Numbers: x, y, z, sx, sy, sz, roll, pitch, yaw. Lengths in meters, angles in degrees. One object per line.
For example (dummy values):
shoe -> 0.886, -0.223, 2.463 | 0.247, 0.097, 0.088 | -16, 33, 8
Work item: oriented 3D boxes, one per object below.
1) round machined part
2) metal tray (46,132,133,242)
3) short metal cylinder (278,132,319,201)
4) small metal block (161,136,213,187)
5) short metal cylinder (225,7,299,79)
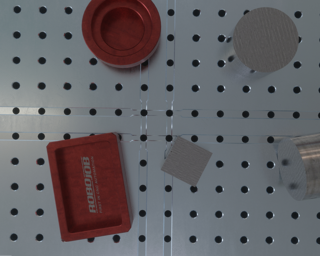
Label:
round machined part -> -0.048, -0.127, 0.404 | 0.099, 0.042, 0.097 | 0, 90, 0
metal tray -> -0.091, 0.076, 0.410 | 0.091, 0.030, 0.129 | -9, 90, 0
short metal cylinder -> 0.189, 0.047, 0.388 | 0.050, 0.080, 0.080 | -9, 90, 0
small metal block -> 0.035, 0.043, 0.414 | 0.050, 0.025, 0.050 | 27, 90, 0
short metal cylinder -> 0.129, -0.108, 0.402 | 0.081, 0.050, 0.079 | 0, 90, 0
